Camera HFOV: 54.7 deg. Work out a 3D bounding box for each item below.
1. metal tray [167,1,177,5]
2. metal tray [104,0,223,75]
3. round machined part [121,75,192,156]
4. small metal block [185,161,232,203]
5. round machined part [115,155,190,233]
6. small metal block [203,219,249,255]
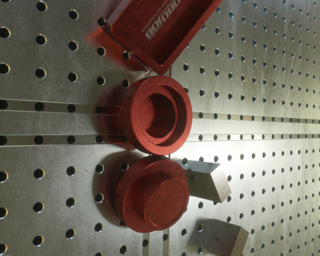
[{"bbox_3d":[-0.005,-0.229,0.400,0.090,0.030,0.130,-51,120,-27],"label":"metal tray"},{"bbox_3d":[0.007,-0.142,0.378,0.090,0.030,0.130,38,91,-34],"label":"metal tray"},{"bbox_3d":[-0.008,-0.015,0.391,0.099,0.042,0.097,0,90,-40],"label":"round machined part"},{"bbox_3d":[0.070,0.077,0.451,0.025,0.050,0.050,-35,112,-34],"label":"small metal block"},{"bbox_3d":[-0.002,0.085,0.381,0.099,0.042,0.097,-15,114,-35],"label":"round machined part"},{"bbox_3d":[0.102,0.175,0.479,0.025,0.050,0.050,42,65,-32],"label":"small metal block"}]
